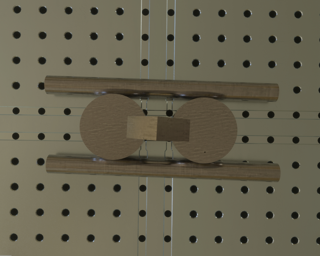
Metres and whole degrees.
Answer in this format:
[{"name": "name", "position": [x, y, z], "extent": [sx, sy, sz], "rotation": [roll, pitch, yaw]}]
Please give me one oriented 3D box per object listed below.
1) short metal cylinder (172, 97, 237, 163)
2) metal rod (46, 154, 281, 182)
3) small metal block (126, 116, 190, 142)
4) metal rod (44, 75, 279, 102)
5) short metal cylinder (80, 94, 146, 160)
[{"name": "short metal cylinder", "position": [0.053, 0.003, 0.398], "extent": [0.081, 0.050, 0.079], "rotation": [0, 90, 0]}, {"name": "metal rod", "position": [0.005, 0.053, 0.410], "extent": [0.302, 0.025, 0.025], "rotation": [2, 90, 0]}, {"name": "small metal block", "position": [-0.002, 0.001, 0.351], "extent": [0.050, 0.050, 0.025], "rotation": [4, 89, -43]}, {"name": "metal rod", "position": [0.003, -0.052, 0.410], "extent": [0.302, 0.025, 0.025], "rotation": [2, 90, 0]}, {"name": "short metal cylinder", "position": [-0.056, -0.002, 0.397], "extent": [0.081, 0.050, 0.079], "rotation": [0, 90, 0]}]
